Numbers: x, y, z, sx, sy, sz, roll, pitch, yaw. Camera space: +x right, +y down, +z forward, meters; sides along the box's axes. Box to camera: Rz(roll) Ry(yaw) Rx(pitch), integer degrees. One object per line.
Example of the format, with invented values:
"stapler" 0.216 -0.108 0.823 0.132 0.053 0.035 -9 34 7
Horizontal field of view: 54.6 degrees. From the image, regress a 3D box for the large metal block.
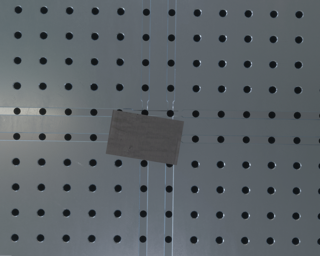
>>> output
"large metal block" -0.017 0.010 0.386 0.080 0.080 0.050 9 90 0
